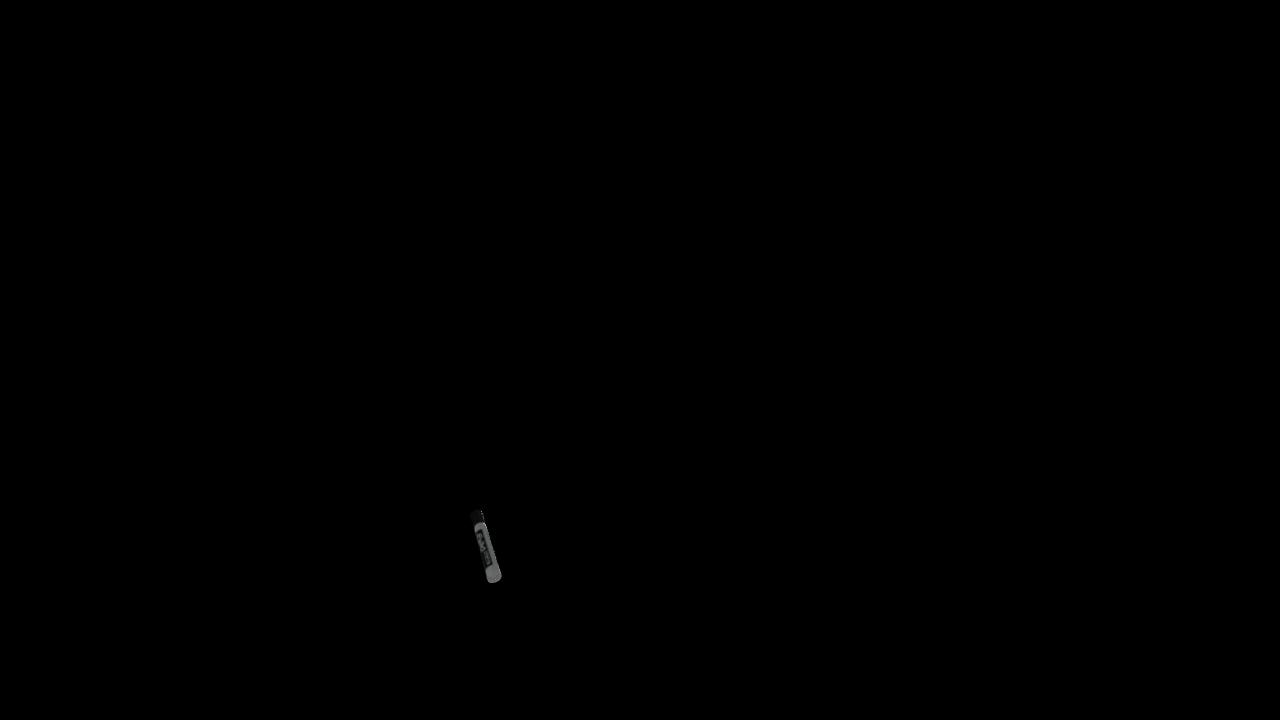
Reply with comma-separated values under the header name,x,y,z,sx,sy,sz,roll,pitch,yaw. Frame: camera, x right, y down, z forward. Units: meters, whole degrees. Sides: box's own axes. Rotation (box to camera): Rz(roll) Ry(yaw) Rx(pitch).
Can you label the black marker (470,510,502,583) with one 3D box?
name,x,y,z,sx,sy,sz,roll,pitch,yaw
black marker,-0.212,0.250,0.840,0.020,0.020,0.121,0,32,-28
